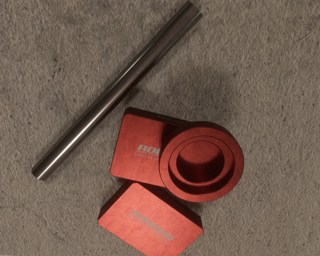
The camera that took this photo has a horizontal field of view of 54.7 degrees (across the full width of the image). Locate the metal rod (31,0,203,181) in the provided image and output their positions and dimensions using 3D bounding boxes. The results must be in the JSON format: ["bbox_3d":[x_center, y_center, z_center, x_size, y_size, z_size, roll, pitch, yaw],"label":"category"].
[{"bbox_3d":[-0.063,-0.038,0.394,0.025,0.025,0.299,42,104,-14],"label":"metal rod"}]

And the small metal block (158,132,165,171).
[{"bbox_3d":[0.025,0.034,0.423,0.050,0.025,0.050,9,110,-4],"label":"small metal block"}]

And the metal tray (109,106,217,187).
[{"bbox_3d":[0.007,0.032,0.411,0.131,0.030,0.089,14,109,-6],"label":"metal tray"}]

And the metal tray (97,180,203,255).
[{"bbox_3d":[-0.013,0.136,0.457,0.130,0.030,0.090,38,105,-13],"label":"metal tray"}]

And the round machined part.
[{"bbox_3d":[0.048,0.037,0.375,0.099,0.042,0.097,0,110,-1],"label":"round machined part"}]
